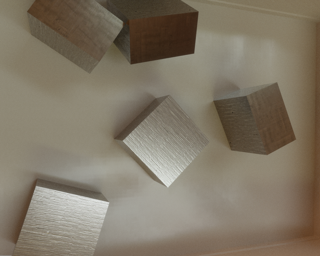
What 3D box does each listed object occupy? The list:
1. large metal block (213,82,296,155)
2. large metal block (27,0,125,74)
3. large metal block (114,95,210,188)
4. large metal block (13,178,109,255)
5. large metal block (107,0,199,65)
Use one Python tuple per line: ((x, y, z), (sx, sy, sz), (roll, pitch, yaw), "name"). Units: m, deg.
((0.128, -0.012, 0.428), (0.050, 0.080, 0.080), (-24, 98, -18), "large metal block")
((-0.094, -0.110, 0.346), (0.080, 0.080, 0.050), (34, 80, -17), "large metal block")
((0.002, 0.016, 0.398), (0.080, 0.050, 0.080), (-46, 104, -14), "large metal block")
((-0.113, 0.110, 0.356), (0.081, 0.050, 0.080), (18, 84, -19), "large metal block")
((-0.011, -0.122, 0.369), (0.081, 0.080, 0.050), (-14, 132, -20), "large metal block")
